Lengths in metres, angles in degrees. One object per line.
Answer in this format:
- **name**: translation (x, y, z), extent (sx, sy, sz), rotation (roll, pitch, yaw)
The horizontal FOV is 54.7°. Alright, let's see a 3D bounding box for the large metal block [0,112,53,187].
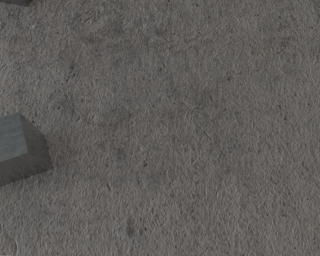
- **large metal block**: translation (-0.185, 0.030, 0.366), extent (0.080, 0.080, 0.050), rotation (-19, 71, -7)

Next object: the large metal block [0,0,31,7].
- **large metal block**: translation (-0.242, -0.236, 0.463), extent (0.080, 0.080, 0.050), rotation (12, 71, 4)
